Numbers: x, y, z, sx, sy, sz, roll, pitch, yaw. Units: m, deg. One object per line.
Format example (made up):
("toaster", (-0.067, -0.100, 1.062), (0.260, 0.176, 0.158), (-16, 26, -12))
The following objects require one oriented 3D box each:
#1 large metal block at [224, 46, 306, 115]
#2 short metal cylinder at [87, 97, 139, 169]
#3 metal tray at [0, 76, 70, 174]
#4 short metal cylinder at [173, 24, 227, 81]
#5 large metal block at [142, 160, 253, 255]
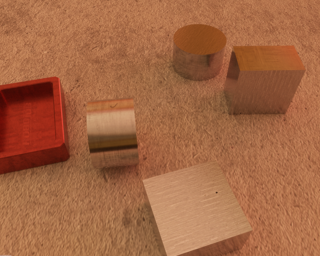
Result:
("large metal block", (0.137, -0.064, 0.422), (0.081, 0.080, 0.050), (-1, 50, -1))
("short metal cylinder", (-0.053, 0.006, 0.362), (0.050, 0.080, 0.080), (-5, 50, -5))
("metal tray", (-0.171, -0.009, 0.405), (0.091, 0.030, 0.130), (-11, 51, -10))
("short metal cylinder", (0.060, -0.120, 0.488), (0.081, 0.050, 0.080), (0, 50, 0))
("large metal block", (0.033, 0.088, 0.314), (0.081, 0.050, 0.080), (-14, 52, -12))
